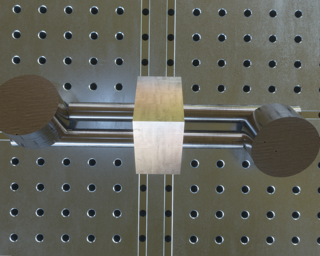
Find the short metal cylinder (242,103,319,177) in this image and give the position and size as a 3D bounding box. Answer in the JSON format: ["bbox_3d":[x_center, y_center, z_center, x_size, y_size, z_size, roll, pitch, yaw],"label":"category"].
[{"bbox_3d":[0.148,0.014,0.389,0.081,0.050,0.079,0,112,0],"label":"short metal cylinder"}]

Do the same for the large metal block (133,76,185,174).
[{"bbox_3d":[-0.001,-0.004,0.356,0.050,0.080,0.079,1,132,0],"label":"large metal block"}]

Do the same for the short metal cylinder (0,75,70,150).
[{"bbox_3d":[-0.159,-0.019,0.385,0.081,0.050,0.080,0,67,-1],"label":"short metal cylinder"}]

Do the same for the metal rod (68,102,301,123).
[{"bbox_3d":[0.032,-0.020,0.413,0.302,0.025,0.025,1,90,0],"label":"metal rod"}]

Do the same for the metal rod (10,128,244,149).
[{"bbox_3d":[-0.042,0.014,0.412,0.302,0.025,0.025,1,90,0],"label":"metal rod"}]
